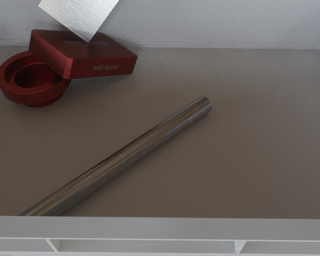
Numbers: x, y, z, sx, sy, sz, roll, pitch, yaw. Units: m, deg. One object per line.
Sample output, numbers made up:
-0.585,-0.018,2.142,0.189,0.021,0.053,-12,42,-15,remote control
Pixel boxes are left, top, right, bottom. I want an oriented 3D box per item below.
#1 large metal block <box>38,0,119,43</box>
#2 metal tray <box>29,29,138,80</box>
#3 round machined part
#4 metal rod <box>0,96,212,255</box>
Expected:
-0.109,-0.183,0.441,0.080,0.080,0.050,36,24,-19,large metal block
-0.108,-0.110,0.455,0.090,0.030,0.131,37,31,25,metal tray
-0.178,-0.068,0.449,0.099,0.042,0.098,1,50,0,round machined part
-0.050,0.041,0.369,0.302,0.025,0.025,-33,58,-25,metal rod
